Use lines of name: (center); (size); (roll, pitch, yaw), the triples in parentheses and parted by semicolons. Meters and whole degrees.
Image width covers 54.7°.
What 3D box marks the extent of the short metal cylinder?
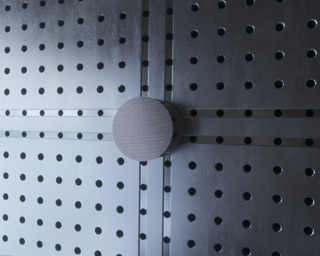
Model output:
short metal cylinder: (-0.014, 0.001, 0.403); (0.080, 0.050, 0.079); (0, 90, 19)
